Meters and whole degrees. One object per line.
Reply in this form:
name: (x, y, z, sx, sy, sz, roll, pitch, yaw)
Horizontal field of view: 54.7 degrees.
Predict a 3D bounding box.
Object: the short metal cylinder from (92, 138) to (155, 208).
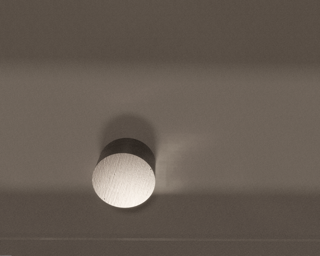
short metal cylinder: (-0.046, 0.060, 0.419, 0.081, 0.050, 0.079, 0, 110, -1)
